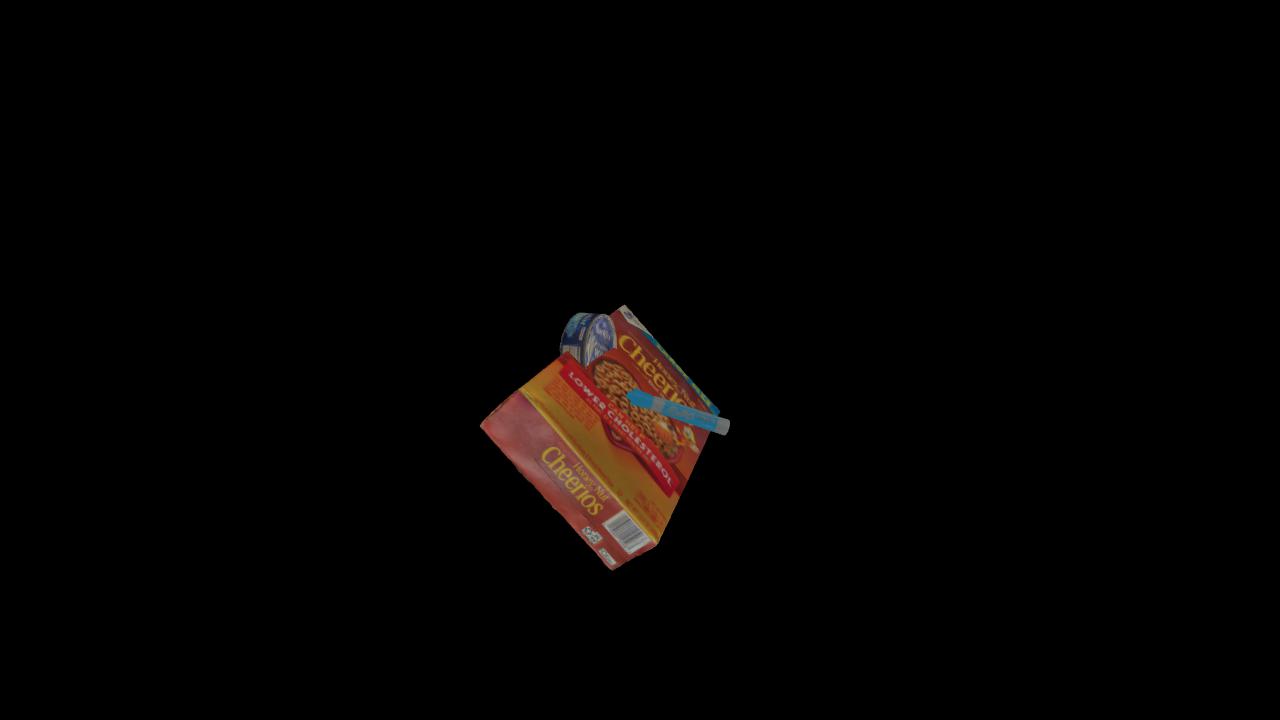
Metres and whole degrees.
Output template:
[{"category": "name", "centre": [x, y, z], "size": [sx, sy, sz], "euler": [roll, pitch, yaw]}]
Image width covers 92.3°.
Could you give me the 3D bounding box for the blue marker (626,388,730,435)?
[{"category": "blue marker", "centre": [0.042, 0.058, 0.688], "size": [0.121, 0.020, 0.020], "euler": [19, -3, -10]}]

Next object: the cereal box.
[{"category": "cereal box", "centre": [-0.023, 0.067, 0.723], "size": [0.081, 0.203, 0.306], "euler": [-39, 4, 28]}]

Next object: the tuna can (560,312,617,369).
[{"category": "tuna can", "centre": [-0.058, -0.012, 0.701], "size": [0.034, 0.084, 0.084], "euler": [7, 2, 21]}]
